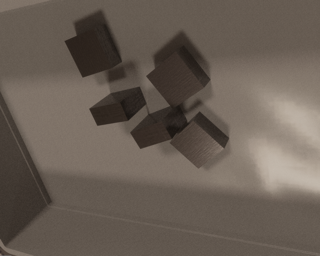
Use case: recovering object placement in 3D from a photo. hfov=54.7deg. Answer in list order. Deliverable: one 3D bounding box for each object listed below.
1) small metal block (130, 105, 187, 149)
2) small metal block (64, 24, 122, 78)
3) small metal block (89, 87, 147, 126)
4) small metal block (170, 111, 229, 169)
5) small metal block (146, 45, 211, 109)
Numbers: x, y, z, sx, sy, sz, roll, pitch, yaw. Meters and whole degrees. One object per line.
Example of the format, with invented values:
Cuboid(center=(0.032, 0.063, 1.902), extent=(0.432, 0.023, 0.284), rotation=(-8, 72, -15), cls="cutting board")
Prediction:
Cuboid(center=(-0.001, -0.003, 0.390), extent=(0.050, 0.050, 0.025), rotation=(-19, 108, 35), cls="small metal block")
Cuboid(center=(-0.084, -0.097, 0.391), extent=(0.050, 0.025, 0.050), rotation=(-10, 114, 32), cls="small metal block")
Cuboid(center=(-0.054, -0.028, 0.402), extent=(0.050, 0.050, 0.025), rotation=(-8, 114, 31), cls="small metal block")
Cuboid(center=(0.049, 0.016, 0.392), extent=(0.050, 0.025, 0.050), rotation=(42, 129, -2), cls="small metal block")
Cuboid(center=(0.021, -0.058, 0.360), extent=(0.050, 0.025, 0.050), rotation=(-33, 100, 38), cls="small metal block")
